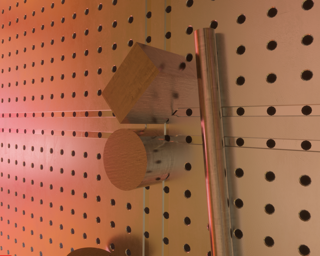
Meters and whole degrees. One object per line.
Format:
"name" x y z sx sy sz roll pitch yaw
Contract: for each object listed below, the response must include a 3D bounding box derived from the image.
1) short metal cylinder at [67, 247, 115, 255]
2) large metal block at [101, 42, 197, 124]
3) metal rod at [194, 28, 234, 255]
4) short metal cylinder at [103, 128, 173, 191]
"short metal cylinder" -0.104 0.222 0.457 0.080 0.081 0.050 18 102 38
"large metal block" -0.010 -0.050 0.380 0.080 0.081 0.050 -50 61 28
"metal rod" 0.063 0.035 0.356 0.025 0.025 0.298 -7 86 39
"short metal cylinder" -0.030 0.040 0.416 0.080 0.050 0.079 0 90 39
